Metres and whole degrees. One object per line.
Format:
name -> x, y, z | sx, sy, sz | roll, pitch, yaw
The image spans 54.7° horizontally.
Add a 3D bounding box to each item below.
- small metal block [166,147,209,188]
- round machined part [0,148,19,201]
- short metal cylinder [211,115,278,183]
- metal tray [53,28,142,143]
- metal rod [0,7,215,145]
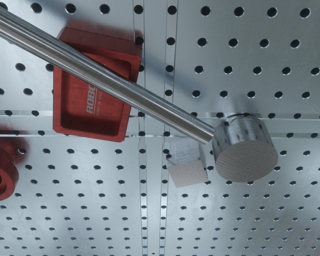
small metal block -> 0.041, 0.060, 0.464 | 0.050, 0.025, 0.050 | -15, 129, 12
round machined part -> -0.255, 0.061, 0.449 | 0.099, 0.042, 0.097 | -1, 130, 0
short metal cylinder -> 0.113, 0.029, 0.422 | 0.081, 0.050, 0.079 | 0, 130, 0
metal tray -> -0.077, -0.044, 0.369 | 0.091, 0.030, 0.129 | 10, 130, -9
metal rod -> -0.066, -0.055, 0.323 | 0.301, 0.025, 0.025 | 27, 125, -22
